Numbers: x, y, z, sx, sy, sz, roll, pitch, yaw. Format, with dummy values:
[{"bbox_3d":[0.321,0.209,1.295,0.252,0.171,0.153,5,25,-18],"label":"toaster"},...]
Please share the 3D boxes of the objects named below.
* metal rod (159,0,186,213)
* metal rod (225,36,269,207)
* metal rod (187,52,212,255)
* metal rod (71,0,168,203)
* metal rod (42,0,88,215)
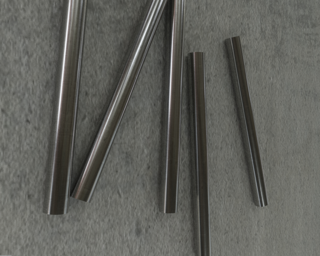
[{"bbox_3d":[0.017,-0.037,0.421,0.025,0.025,0.298,4,87,-40],"label":"metal rod"},{"bbox_3d":[0.152,-0.005,0.535,0.025,0.025,0.298,-22,104,-38],"label":"metal rod"},{"bbox_3d":[0.058,0.041,0.456,0.025,0.025,0.298,-4,93,-40],"label":"metal rod"},{"bbox_3d":[-0.040,-0.060,0.372,0.025,0.025,0.299,31,71,-36],"label":"metal rod"},{"bbox_3d":[-0.095,-0.063,0.325,0.025,0.025,0.298,7,85,-40],"label":"metal rod"}]
